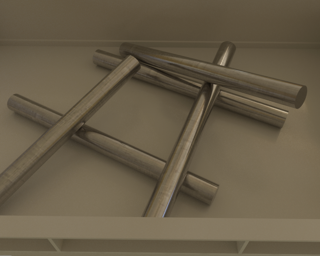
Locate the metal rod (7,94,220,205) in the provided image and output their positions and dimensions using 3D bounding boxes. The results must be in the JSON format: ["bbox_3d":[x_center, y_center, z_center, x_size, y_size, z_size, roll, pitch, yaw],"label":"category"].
[{"bbox_3d":[-0.071,0.019,0.388,0.301,0.025,0.025,23,54,18],"label":"metal rod"}]

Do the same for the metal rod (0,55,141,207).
[{"bbox_3d":[-0.127,0.015,0.364,0.025,0.025,0.301,30,64,23],"label":"metal rod"}]

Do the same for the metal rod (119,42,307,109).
[{"bbox_3d":[0.044,-0.081,0.417,0.025,0.025,0.300,-37,42,-27],"label":"metal rod"}]

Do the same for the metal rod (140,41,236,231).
[{"bbox_3d":[0.048,-0.015,0.383,0.025,0.025,0.301,17,52,14],"label":"metal rod"}]

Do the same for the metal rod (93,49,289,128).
[{"bbox_3d":[0.033,-0.063,0.457,0.301,0.025,0.025,21,53,17],"label":"metal rod"}]
